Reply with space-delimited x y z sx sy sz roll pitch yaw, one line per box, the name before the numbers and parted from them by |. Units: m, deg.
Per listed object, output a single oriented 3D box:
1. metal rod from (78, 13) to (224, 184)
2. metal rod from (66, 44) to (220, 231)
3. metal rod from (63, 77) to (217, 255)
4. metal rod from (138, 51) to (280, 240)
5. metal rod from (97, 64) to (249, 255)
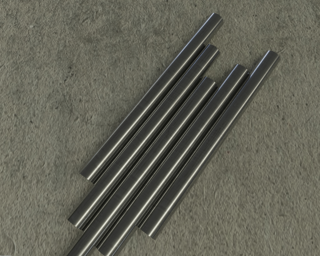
metal rod | -0.003 -0.051 0.428 0.025 0.025 0.300 35 73 11
metal rod | -0.012 0.001 0.409 0.025 0.025 0.300 35 73 11
metal rod | -0.019 0.050 0.391 0.025 0.025 0.300 35 73 11
metal rod | 0.073 0.011 0.406 0.025 0.025 0.300 35 73 11
metal rod | 0.026 0.032 0.398 0.025 0.025 0.300 35 73 11
